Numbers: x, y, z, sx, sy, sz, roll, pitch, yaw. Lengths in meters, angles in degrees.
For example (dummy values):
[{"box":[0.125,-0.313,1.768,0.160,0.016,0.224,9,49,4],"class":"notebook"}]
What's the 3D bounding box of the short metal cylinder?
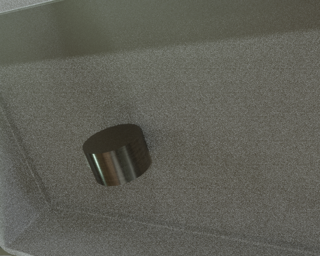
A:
[{"box":[-0.058,0.035,0.424,0.080,0.080,0.050,-2,117,29],"class":"short metal cylinder"}]
